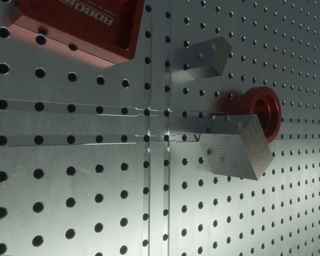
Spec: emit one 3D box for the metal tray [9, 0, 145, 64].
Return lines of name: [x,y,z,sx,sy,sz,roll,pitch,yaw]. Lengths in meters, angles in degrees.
metal tray: [-0.082,-0.134,0.336,0.131,0.030,0.090,15,80,-39]

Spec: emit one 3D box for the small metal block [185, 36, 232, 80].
small metal block: [0.070,-0.101,0.451,0.025,0.050,0.050,36,68,-35]

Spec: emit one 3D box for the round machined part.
round machined part: [0.166,-0.022,0.537,0.099,0.042,0.097,0,90,-40]

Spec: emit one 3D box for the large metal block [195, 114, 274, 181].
large metal block: [0.112,0.027,0.467,0.050,0.080,0.080,-42,115,-32]
